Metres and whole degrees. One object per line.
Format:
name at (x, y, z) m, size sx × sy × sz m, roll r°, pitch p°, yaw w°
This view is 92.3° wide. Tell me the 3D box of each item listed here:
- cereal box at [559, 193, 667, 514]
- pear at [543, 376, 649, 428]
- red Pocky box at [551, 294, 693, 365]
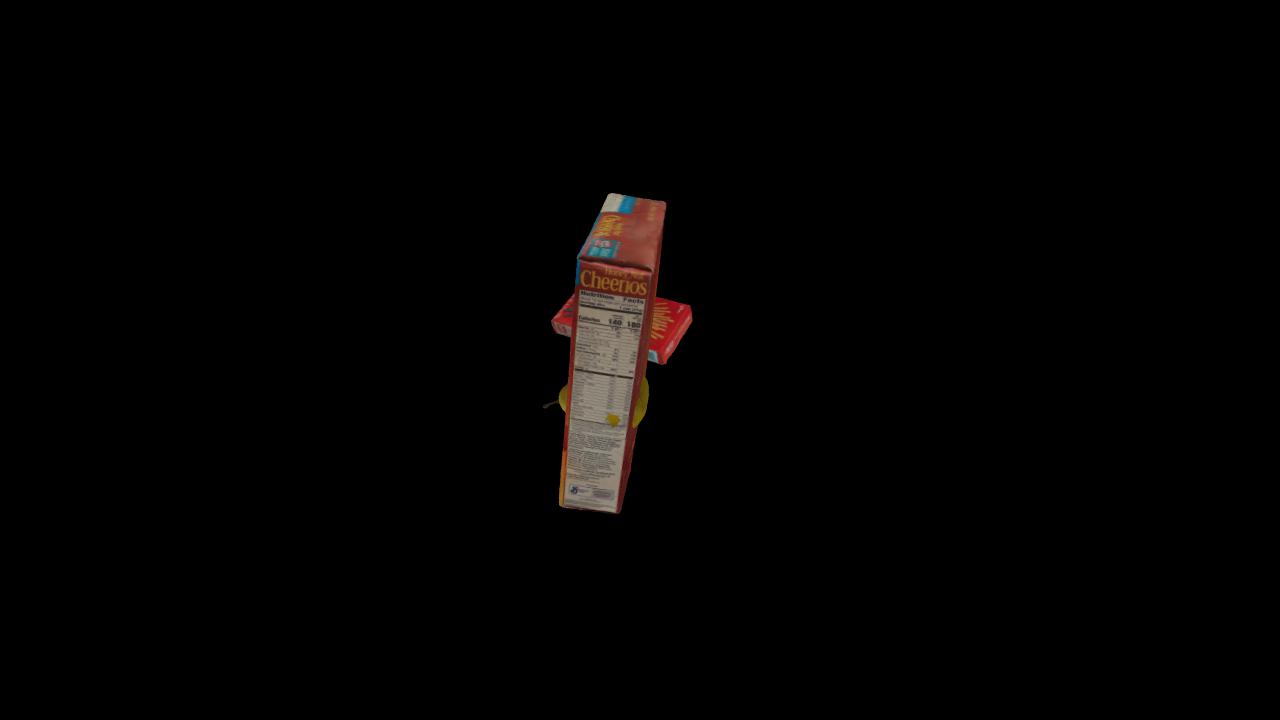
cereal box at (-0.031, -0.010, 0.690) m, size 0.081 × 0.306 × 0.203 m, roll 8°, pitch 32°, yaw 1°
pear at (-0.048, 0.037, 0.655) m, size 0.111 × 0.080 × 0.080 m, roll 3°, pitch 1°, yaw 21°
red Pocky box at (-0.022, -0.049, 0.747) m, size 0.155 × 0.083 × 0.028 m, roll 16°, pitch -38°, yaw 24°
